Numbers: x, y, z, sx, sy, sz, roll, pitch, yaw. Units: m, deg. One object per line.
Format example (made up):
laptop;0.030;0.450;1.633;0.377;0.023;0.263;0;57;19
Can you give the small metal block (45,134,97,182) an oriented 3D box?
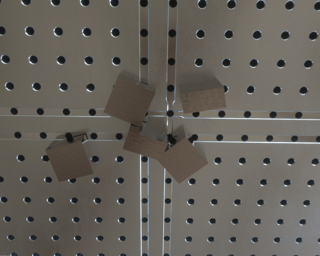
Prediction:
small metal block;-0.121;0.042;0.428;0.050;0.025;0.050;-14;110;5

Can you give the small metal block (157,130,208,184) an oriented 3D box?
small metal block;0.030;0.040;0.428;0.050;0.025;0.050;-37;106;12

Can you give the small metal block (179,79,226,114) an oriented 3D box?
small metal block;0.051;-0.040;0.385;0.050;0.050;0.025;-9;110;3

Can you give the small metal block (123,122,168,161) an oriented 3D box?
small metal block;-0.018;0.014;0.405;0.050;0.050;0.025;18;109;-7

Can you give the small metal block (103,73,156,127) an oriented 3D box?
small metal block;-0.039;-0.036;0.400;0.050;0.025;0.050;23;108;-8
